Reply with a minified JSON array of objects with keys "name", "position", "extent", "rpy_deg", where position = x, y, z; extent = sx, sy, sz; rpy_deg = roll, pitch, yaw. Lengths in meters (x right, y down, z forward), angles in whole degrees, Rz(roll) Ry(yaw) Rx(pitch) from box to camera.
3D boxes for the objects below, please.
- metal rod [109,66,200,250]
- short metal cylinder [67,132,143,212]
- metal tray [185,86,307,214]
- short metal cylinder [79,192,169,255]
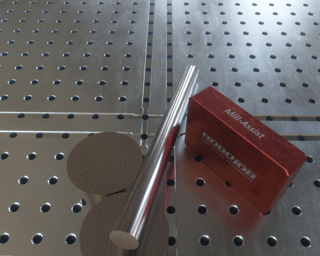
[{"name":"metal rod","position":[0.010,0.003,0.365],"extent":[0.025,0.025,0.301],"rpy_deg":[12,39,10]},{"name":"short metal cylinder","position":[-0.058,0.051,0.348],"extent":[0.081,0.050,0.080],"rpy_deg":[0,50,0]},{"name":"metal tray","position":[0.085,0.023,0.346],"extent":[0.030,0.089,0.130],"rpy_deg":[-33,58,-24]},{"name":"short metal cylinder","position":[-0.032,0.110,0.299],"extent":[0.081,0.050,0.080],"rpy_deg":[0,50,0]}]
